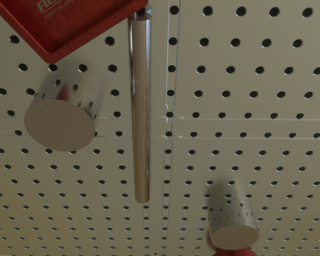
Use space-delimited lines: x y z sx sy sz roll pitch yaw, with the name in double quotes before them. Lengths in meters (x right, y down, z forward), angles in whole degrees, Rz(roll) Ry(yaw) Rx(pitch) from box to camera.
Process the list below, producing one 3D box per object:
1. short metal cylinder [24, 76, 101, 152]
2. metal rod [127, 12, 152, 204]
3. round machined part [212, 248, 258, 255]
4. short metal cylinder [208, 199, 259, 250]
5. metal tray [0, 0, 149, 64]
"short metal cylinder" -0.116 -0.017 0.380 0.081 0.050 0.079 0 130 0
"metal rod" -0.025 0.000 0.411 0.025 0.025 0.298 1 130 -1
"round machined part" 0.149 0.269 0.631 0.099 0.042 0.097 0 130 0
"short metal cylinder" 0.126 0.169 0.540 0.081 0.050 0.079 0 130 0
"metal tray" -0.087 -0.130 0.296 0.130 0.030 0.090 -25 126 20
